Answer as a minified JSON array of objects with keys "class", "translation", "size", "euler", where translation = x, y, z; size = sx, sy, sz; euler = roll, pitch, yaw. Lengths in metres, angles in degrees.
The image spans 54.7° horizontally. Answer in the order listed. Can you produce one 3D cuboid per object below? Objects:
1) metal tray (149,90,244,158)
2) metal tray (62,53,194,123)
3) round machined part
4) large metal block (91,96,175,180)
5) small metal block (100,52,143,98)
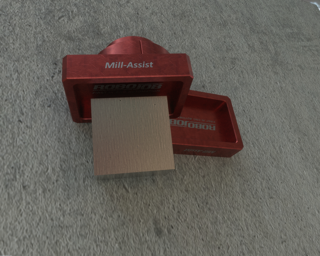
[{"class":"metal tray","translation":[0.048,-0.008,0.435],"size":[0.131,0.030,0.090],"euler":[6,59,-25]},{"class":"metal tray","translation":[-0.036,-0.042,0.349],"size":[0.131,0.090,0.030],"euler":[-3,63,-9]},{"class":"round machined part","translation":[-0.032,-0.071,0.372],"size":[0.099,0.097,0.042],"euler":[6,59,-26]},{"class":"large metal block","translation":[-0.032,0.012,0.342],"size":[0.081,0.050,0.080],"euler":[-3,75,-10]},{"class":"small metal block","translation":[-0.053,-0.071,0.422],"size":[0.050,0.025,0.050],"euler":[6,59,-25]}]
